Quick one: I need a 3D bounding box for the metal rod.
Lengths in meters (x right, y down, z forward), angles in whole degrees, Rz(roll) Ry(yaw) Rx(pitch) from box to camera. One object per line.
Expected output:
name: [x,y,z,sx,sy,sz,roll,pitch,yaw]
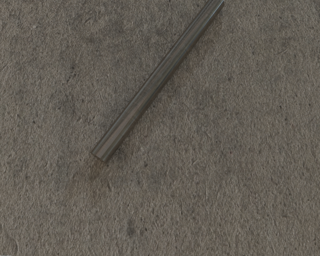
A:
metal rod: [0.005,-0.079,0.436,0.025,0.025,0.300,32,73,11]
